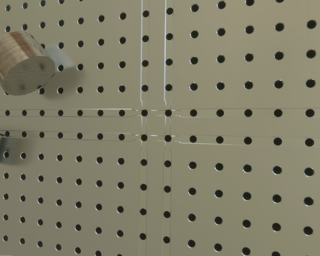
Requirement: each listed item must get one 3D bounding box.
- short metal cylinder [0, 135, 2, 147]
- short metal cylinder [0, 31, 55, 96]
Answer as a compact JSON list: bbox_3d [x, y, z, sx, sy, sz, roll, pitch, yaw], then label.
[{"bbox_3d":[-0.298,0.032,0.486,0.080,0.080,0.050,16,95,19],"label":"short metal cylinder"},{"bbox_3d":[-0.204,-0.093,0.453,0.080,0.080,0.050,-43,77,15],"label":"short metal cylinder"}]
